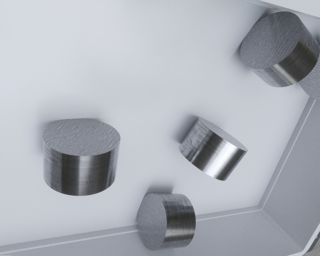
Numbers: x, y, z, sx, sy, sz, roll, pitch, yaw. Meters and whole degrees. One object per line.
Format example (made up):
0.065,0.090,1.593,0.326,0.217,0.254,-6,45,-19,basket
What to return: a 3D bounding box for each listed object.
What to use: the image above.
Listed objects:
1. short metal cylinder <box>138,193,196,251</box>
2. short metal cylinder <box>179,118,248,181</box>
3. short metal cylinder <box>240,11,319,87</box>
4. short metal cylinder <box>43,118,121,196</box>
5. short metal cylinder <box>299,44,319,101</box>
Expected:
0.008,0.139,0.463,0.050,0.080,0.079,9,114,-32,short metal cylinder
0.073,0.028,0.430,0.080,0.080,0.050,23,106,-37,short metal cylinder
0.151,-0.099,0.394,0.050,0.080,0.080,27,103,-37,short metal cylinder
-0.087,0.030,0.344,0.081,0.080,0.050,-4,120,-27,short metal cylinder
0.248,-0.086,0.455,0.050,0.080,0.080,-27,128,-12,short metal cylinder
